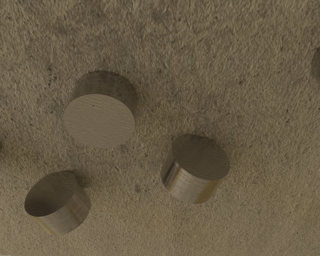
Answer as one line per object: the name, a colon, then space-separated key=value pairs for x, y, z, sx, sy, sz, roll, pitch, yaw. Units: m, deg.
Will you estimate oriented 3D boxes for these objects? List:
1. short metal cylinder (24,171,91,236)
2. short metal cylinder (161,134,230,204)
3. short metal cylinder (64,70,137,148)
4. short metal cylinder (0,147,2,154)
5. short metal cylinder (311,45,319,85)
short metal cylinder: x=-0.152 y=0.112 z=0.465 sx=0.080 sy=0.080 sz=0.050 roll=-12 pitch=129 yaw=10
short metal cylinder: x=0.047 y=0.054 z=0.417 sx=0.081 sy=0.080 sz=0.050 roll=13 pitch=129 yaw=-11
short metal cylinder: x=-0.069 y=-0.022 z=0.371 sx=0.081 sy=0.050 sz=0.079 roll=0 pitch=130 yaw=0
short metal cylinder: x=-0.256 y=0.052 z=0.413 sx=0.050 sy=0.080 sz=0.080 roll=31 pitch=124 yaw=-23
short metal cylinder: x=0.216 y=-0.065 z=0.337 sx=0.081 sy=0.050 sz=0.079 roll=0 pitch=130 yaw=0
